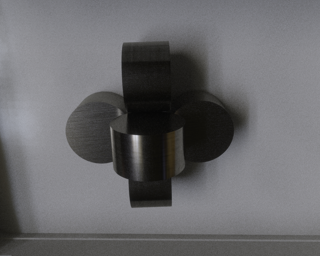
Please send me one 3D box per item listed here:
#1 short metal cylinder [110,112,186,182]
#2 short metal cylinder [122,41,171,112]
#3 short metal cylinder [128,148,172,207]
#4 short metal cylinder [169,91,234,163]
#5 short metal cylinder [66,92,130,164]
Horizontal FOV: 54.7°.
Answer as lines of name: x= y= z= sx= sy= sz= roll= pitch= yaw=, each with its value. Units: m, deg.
short metal cylinder: x=-0.012 y=0.017 z=0.339 sx=0.080 sy=0.080 sz=0.050 roll=-1 pitch=110 yaw=0
short metal cylinder: x=-0.014 y=-0.059 z=0.358 sx=0.050 sy=0.080 sz=0.079 roll=-2 pitch=110 yaw=0
short metal cylinder: x=-0.012 y=0.062 z=0.403 sx=0.050 sy=0.080 sz=0.079 roll=-2 pitch=110 yaw=0
short metal cylinder: x=0.049 y=-0.003 z=0.395 sx=0.081 sy=0.050 sz=0.079 roll=0 pitch=110 yaw=0
short metal cylinder: x=-0.073 y=-0.002 z=0.395 sx=0.081 sy=0.050 sz=0.079 roll=0 pitch=110 yaw=0
